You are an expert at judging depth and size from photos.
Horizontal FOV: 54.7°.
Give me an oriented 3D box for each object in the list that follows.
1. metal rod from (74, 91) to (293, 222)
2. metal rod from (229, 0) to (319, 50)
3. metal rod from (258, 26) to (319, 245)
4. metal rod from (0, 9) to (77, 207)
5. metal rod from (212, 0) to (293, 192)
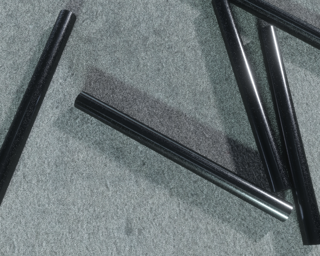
[{"bbox_3d":[0.022,0.032,0.396,0.301,0.025,0.025,28,72,9],"label":"metal rod"},{"bbox_3d":[0.156,-0.183,0.476,0.301,0.025,0.025,33,73,11],"label":"metal rod"},{"bbox_3d":[0.170,-0.005,0.411,0.025,0.025,0.299,-4,70,-2],"label":"metal rod"},{"bbox_3d":[-0.173,-0.034,0.418,0.025,0.025,0.299,13,70,4],"label":"metal rod"},{"bbox_3d":[0.121,-0.061,0.431,0.025,0.025,0.299,-10,70,-4],"label":"metal rod"}]
